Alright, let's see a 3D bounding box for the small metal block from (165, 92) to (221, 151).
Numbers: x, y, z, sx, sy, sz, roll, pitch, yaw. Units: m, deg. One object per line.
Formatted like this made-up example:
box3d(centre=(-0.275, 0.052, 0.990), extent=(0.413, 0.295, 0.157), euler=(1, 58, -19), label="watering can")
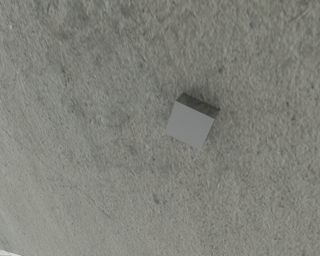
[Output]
box3d(centre=(0.039, -0.008, 0.380), extent=(0.050, 0.025, 0.050), euler=(26, 128, 11), label="small metal block")
